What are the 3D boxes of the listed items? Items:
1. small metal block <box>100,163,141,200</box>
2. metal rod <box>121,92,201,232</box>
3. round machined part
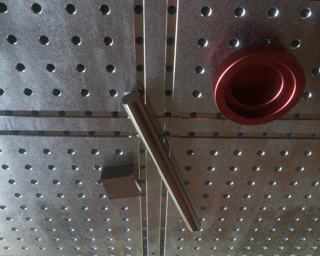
[{"bbox_3d":[-0.060,0.084,0.483,0.050,0.025,0.050,-9,130,6],"label":"small metal block"},{"bbox_3d":[0.013,0.070,0.471,0.025,0.025,0.299,-15,129,12],"label":"metal rod"},{"bbox_3d":[0.110,-0.053,0.357,0.099,0.042,0.097,-1,130,0],"label":"round machined part"}]
